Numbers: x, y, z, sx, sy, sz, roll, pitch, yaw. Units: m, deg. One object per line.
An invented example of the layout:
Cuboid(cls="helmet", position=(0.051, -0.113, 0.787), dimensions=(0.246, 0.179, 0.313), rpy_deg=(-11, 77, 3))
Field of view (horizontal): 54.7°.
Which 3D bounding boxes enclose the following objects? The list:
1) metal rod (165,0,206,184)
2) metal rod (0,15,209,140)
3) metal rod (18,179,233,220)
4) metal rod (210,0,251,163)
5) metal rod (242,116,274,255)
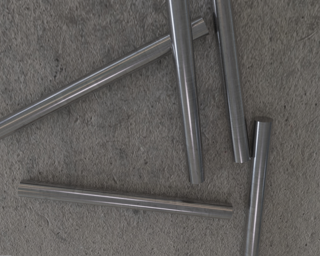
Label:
Cuboid(cls="metal rod", position=(0.031, -0.059, 0.367), dimensions=(0.025, 0.025, 0.298), rpy_deg=(-8, 118, 3))
Cuboid(cls="metal rod", position=(-0.082, -0.058, 0.387), dimensions=(0.301, 0.025, 0.025), rpy_deg=(-25, 108, 8))
Cuboid(cls="metal rod", position=(-0.047, 0.104, 0.447), dimensions=(0.302, 0.025, 0.025), rpy_deg=(7, 110, -3))
Cuboid(cls="metal rod", position=(0.081, -0.095, 0.375), dimensions=(0.025, 0.025, 0.298), rpy_deg=(-11, 110, 4))
Cuboid(cls="metal rod", position=(0.140, 0.128, 0.458), dimensions=(0.025, 0.025, 0.298), rpy_deg=(-1, 110, 0))
